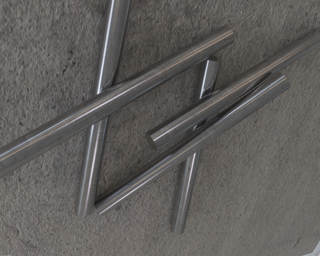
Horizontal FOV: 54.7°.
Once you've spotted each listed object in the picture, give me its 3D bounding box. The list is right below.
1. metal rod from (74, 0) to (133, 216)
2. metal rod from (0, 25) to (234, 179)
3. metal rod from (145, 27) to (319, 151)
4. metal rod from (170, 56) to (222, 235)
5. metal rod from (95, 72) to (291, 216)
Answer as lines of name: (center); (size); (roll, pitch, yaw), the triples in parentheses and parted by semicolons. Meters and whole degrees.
metal rod: (-0.068, -0.021, 0.356); (0.025, 0.025, 0.298); (0, 118, -29)
metal rod: (-0.037, -0.038, 0.331); (0.302, 0.025, 0.025); (-33, 130, -19)
metal rod: (0.112, -0.060, 0.405); (0.302, 0.025, 0.025); (-32, 129, -18)
metal rod: (0.047, 0.042, 0.458); (0.025, 0.025, 0.298); (-7, 122, -25)
metal rod: (0.038, 0.025, 0.414); (0.300, 0.025, 0.025); (-35, 130, 6)
